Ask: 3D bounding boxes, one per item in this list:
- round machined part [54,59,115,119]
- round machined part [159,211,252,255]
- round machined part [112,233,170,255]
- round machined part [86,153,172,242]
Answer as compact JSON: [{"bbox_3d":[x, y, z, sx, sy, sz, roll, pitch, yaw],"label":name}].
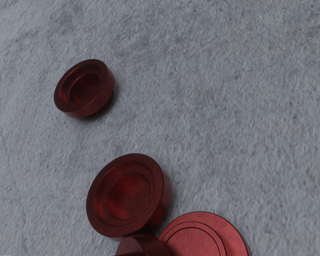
[{"bbox_3d":[-0.113,-0.057,0.485,0.098,0.042,0.098,-13,56,20],"label":"round machined part"},{"bbox_3d":[0.036,0.128,0.295,0.098,0.042,0.098,-13,56,20],"label":"round machined part"},{"bbox_3d":[-0.025,0.149,0.280,0.098,0.042,0.097,-7,82,60],"label":"round machined part"},{"bbox_3d":[-0.031,0.081,0.355,0.098,0.042,0.098,-15,51,20],"label":"round machined part"}]
